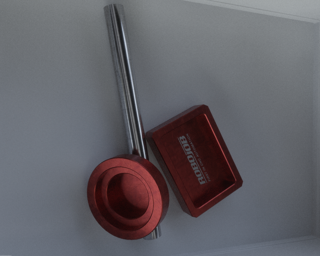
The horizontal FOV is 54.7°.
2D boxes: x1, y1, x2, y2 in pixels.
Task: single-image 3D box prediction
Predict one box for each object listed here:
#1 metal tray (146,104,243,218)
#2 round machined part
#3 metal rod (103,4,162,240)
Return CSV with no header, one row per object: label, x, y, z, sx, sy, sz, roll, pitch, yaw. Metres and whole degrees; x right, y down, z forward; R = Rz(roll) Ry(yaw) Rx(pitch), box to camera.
metal tray,0.049,0.044,0.427,0.091,0.030,0.129,-30,100,-18
round machined part,-0.035,0.079,0.372,0.098,0.042,0.097,3,98,22
metal rod,-0.034,-0.005,0.398,0.025,0.025,0.298,-11,94,-20
